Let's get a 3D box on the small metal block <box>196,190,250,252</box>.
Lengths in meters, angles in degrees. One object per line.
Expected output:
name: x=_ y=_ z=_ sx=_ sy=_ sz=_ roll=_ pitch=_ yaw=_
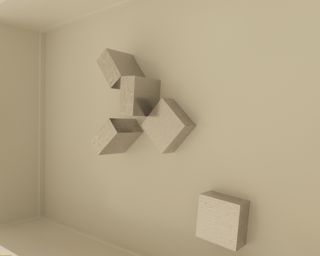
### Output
small metal block: x=0.070 y=0.102 z=0.348 sx=0.050 sy=0.025 sz=0.050 roll=8 pitch=95 yaw=39

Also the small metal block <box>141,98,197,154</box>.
small metal block: x=0.010 y=-0.003 z=0.397 sx=0.050 sy=0.025 sz=0.050 roll=-52 pitch=60 yaw=27

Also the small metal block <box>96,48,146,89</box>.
small metal block: x=-0.053 y=-0.080 z=0.432 sx=0.025 sy=0.050 sz=0.050 roll=-43 pitch=64 yaw=31

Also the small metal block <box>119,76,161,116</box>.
small metal block: x=-0.026 y=-0.041 z=0.410 sx=0.025 sy=0.050 sz=0.050 roll=6 pitch=94 yaw=39

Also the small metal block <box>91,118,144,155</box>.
small metal block: x=-0.060 y=0.012 z=0.438 sx=0.050 sy=0.050 sz=0.025 roll=-46 pitch=63 yaw=30
